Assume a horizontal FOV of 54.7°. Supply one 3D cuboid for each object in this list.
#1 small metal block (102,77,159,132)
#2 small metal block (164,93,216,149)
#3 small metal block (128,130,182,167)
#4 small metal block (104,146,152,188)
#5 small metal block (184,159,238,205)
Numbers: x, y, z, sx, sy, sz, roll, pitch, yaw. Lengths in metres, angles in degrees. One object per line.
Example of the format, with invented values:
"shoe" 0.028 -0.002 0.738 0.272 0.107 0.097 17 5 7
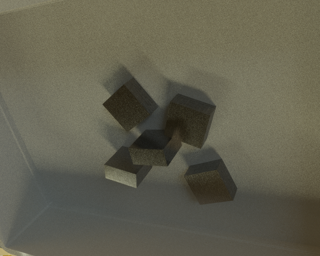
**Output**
"small metal block" -0.039 -0.030 0.409 0.050 0.025 0.050 49 128 -7
"small metal block" 0.036 -0.009 0.383 0.050 0.025 0.050 21 126 15
"small metal block" -0.005 0.025 0.409 0.050 0.050 0.025 0 118 28
"small metal block" -0.045 0.055 0.448 0.050 0.050 0.025 14 124 20
"small metal block" 0.068 0.073 0.417 0.050 0.025 0.050 -18 109 34
